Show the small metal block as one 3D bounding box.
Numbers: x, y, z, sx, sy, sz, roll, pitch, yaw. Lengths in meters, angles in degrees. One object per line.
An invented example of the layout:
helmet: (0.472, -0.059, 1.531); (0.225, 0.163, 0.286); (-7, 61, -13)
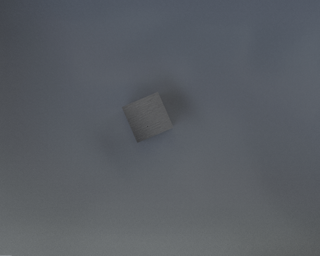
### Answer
small metal block: (-0.016, -0.014, 0.408); (0.050, 0.025, 0.050); (-23, 90, -1)
